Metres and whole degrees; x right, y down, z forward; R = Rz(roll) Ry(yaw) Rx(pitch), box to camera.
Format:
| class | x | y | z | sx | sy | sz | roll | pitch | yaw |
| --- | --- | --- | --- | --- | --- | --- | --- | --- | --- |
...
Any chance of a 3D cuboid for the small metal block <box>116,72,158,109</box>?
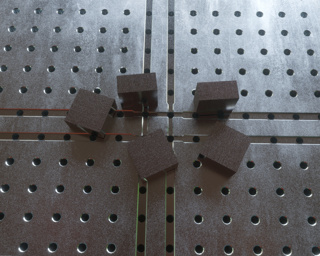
| class | x | y | z | sx | sy | sz | roll | pitch | yaw |
| --- | --- | --- | --- | --- | --- | --- | --- | --- | --- |
| small metal block | -0.029 | -0.049 | 0.416 | 0.050 | 0.050 | 0.025 | -6 | 70 | -2 |

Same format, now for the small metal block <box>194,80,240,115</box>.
| class | x | y | z | sx | sy | sz | roll | pitch | yaw |
| --- | --- | --- | --- | --- | --- | --- | --- | --- | --- |
| small metal block | 0.073 | -0.039 | 0.413 | 0.050 | 0.050 | 0.025 | -3 | 70 | -1 |

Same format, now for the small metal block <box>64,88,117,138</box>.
| class | x | y | z | sx | sy | sz | roll | pitch | yaw |
| --- | --- | --- | --- | --- | --- | --- | --- | --- | --- |
| small metal block | -0.092 | -0.020 | 0.419 | 0.050 | 0.025 | 0.050 | 18 | 71 | 6 |

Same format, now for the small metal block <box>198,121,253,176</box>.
| class | x | y | z | sx | sy | sz | roll | pitch | yaw |
| --- | --- | --- | --- | --- | --- | --- | --- | --- | --- |
| small metal block | 0.084 | 0.027 | 0.403 | 0.050 | 0.025 | 0.050 | 27 | 72 | 9 |

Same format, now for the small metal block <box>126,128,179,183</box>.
| class | x | y | z | sx | sy | sz | roll | pitch | yaw |
| --- | --- | --- | --- | --- | --- | --- | --- | --- | --- |
| small metal block | -0.010 | 0.036 | 0.399 | 0.050 | 0.025 | 0.050 | -24 | 72 | -9 |
